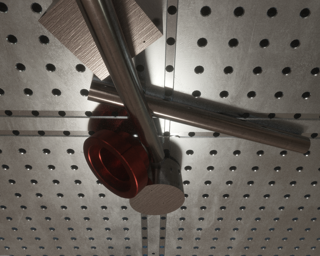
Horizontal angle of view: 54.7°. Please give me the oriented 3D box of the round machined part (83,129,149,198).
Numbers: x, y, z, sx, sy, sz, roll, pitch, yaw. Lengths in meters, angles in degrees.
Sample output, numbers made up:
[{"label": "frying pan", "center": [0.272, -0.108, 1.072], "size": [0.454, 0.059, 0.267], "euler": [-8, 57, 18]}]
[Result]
[{"label": "round machined part", "center": [-0.053, 0.043, 0.416], "size": [0.098, 0.042, 0.097], "euler": [26, 136, 28]}]

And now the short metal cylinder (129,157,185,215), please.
[{"label": "short metal cylinder", "center": [-0.006, 0.088, 0.466], "size": [0.081, 0.050, 0.079], "euler": [-3, 134, -3]}]

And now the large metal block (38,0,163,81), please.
[{"label": "large metal block", "center": [-0.054, -0.108, 0.303], "size": [0.080, 0.050, 0.080], "euler": [-31, 124, 23]}]

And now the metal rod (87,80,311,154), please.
[{"label": "metal rod", "center": [0.059, -0.011, 0.403], "size": [0.302, 0.025, 0.025], "euler": [14, 129, -12]}]

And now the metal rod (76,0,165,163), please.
[{"label": "metal rod", "center": [-0.031, -0.040, 0.321], "size": [0.025, 0.025, 0.299], "euler": [-8, 147, 6]}]
